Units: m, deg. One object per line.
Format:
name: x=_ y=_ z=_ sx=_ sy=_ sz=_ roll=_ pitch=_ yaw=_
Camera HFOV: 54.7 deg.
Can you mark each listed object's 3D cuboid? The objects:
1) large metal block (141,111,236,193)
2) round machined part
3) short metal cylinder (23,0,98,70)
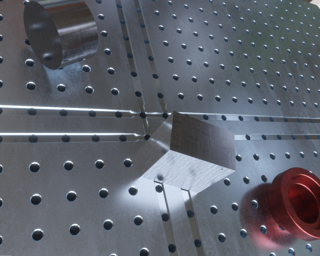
large metal block: x=0.032 y=0.032 z=0.370 sx=0.081 sy=0.080 sz=0.050 roll=19 pitch=55 yaw=-17
round machined part: x=0.194 y=0.108 z=0.435 sx=0.099 sy=0.042 sz=0.098 roll=14 pitch=56 yaw=-21
short metal cylinder: x=-0.121 y=-0.117 z=0.379 sx=0.050 sy=0.080 sz=0.080 roll=-32 pitch=80 yaw=-38
